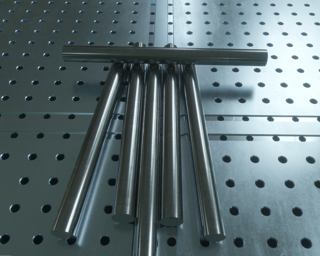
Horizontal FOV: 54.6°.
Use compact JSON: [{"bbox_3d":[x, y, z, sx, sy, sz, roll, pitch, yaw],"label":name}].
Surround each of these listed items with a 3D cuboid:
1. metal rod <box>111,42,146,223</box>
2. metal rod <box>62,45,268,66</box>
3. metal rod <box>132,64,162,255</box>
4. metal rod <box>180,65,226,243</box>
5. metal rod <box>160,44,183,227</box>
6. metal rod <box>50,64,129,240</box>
[{"bbox_3d":[-0.037,-0.019,0.424,0.025,0.025,0.300,1,50,1],"label":"metal rod"},{"bbox_3d":[0.007,-0.109,0.467,0.302,0.025,0.025,1,50,1],"label":"metal rod"},{"bbox_3d":[-0.012,0.024,0.388,0.025,0.025,0.300,1,50,1],"label":"metal rod"},{"bbox_3d":[0.048,-0.003,0.411,0.025,0.025,0.300,-2,50,-1],"label":"metal rod"},{"bbox_3d":[0.015,-0.016,0.423,0.025,0.025,0.300,1,50,1],"label":"metal rod"},{"bbox_3d":[-0.079,-0.005,0.410,0.025,0.025,0.300,6,50,5],"label":"metal rod"}]
